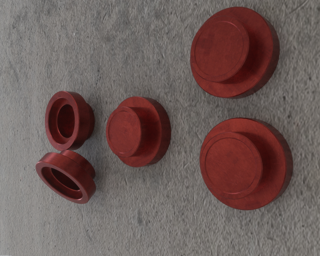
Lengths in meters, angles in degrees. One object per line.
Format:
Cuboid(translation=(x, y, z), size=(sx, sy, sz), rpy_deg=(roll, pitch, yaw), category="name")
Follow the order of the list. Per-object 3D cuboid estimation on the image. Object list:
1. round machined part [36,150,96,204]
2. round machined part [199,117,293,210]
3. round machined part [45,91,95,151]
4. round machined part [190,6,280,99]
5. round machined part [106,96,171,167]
Cuboid(translation=(-0.142, 0.072, 0.490), size=(0.098, 0.042, 0.097), rpy_deg=(19, 139, 18), category="round machined part")
Cuboid(translation=(0.083, 0.037, 0.326), size=(0.098, 0.042, 0.097), rpy_deg=(0, 90, 40), category="round machined part")
Cuboid(translation=(-0.146, -0.011, 0.515), size=(0.098, 0.042, 0.097), rpy_deg=(0, 90, 40), category="round machined part")
Cuboid(translation=(0.073, -0.081, 0.334), size=(0.098, 0.042, 0.097), rpy_deg=(0, 90, 40), category="round machined part")
Cuboid(translation=(-0.036, 0.005, 0.424), size=(0.098, 0.042, 0.097), rpy_deg=(0, 90, 40), category="round machined part")
